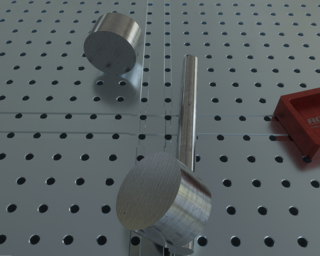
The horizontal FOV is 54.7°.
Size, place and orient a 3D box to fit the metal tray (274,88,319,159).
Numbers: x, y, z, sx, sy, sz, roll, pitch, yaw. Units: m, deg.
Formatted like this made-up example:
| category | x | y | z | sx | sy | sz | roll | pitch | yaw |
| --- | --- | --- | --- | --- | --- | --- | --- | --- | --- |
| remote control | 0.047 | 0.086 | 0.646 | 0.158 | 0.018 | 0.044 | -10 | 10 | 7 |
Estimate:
| category | x | y | z | sx | sy | sz | roll | pitch | yaw |
| --- | --- | --- | --- | --- | --- | --- | --- | --- | --- |
| metal tray | 0.237 | -0.015 | 0.419 | 0.131 | 0.030 | 0.090 | -12 | 51 | -11 |

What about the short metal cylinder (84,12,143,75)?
| category | x | y | z | sx | sy | sz | roll | pitch | yaw |
| --- | --- | --- | --- | --- | --- | --- | --- | --- | --- |
| short metal cylinder | -0.071 | -0.129 | 0.480 | 0.080 | 0.080 | 0.050 | 8 | 51 | 6 |

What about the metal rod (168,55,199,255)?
| category | x | y | z | sx | sy | sz | roll | pitch | yaw |
| --- | --- | --- | --- | --- | --- | --- | --- | --- | --- |
| metal rod | 0.035 | 0.007 | 0.401 | 0.025 | 0.025 | 0.300 | 4 | 50 | 3 |

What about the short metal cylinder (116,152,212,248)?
| category | x | y | z | sx | sy | sz | roll | pitch | yaw |
| --- | --- | --- | --- | --- | --- | --- | --- | --- | --- |
| short metal cylinder | 0.003 | 0.071 | 0.307 | 0.080 | 0.050 | 0.080 | -29 | 39 | 27 |
